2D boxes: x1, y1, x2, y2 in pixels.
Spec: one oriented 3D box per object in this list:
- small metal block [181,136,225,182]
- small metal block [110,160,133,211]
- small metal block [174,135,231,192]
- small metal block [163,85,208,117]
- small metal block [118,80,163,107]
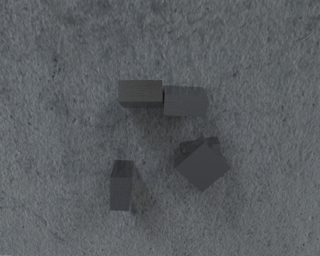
[{"bbox_3d":[0.059,0.043,0.427,0.050,0.025,0.050,-10,110,3],"label":"small metal block"},{"bbox_3d":[-0.052,0.078,0.424,0.025,0.050,0.050,3,110,-2],"label":"small metal block"},{"bbox_3d":[0.054,0.046,0.401,0.050,0.025,0.050,43,104,-14],"label":"small metal block"},{"bbox_3d":[0.030,-0.034,0.384,0.050,0.050,0.025,3,110,-2],"label":"small metal block"},{"bbox_3d":[-0.022,-0.041,0.378,0.050,0.050,0.025,0,85,-1],"label":"small metal block"}]
